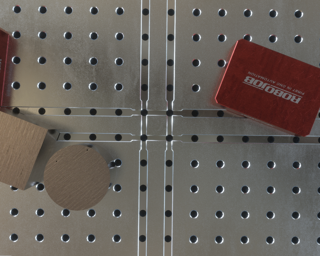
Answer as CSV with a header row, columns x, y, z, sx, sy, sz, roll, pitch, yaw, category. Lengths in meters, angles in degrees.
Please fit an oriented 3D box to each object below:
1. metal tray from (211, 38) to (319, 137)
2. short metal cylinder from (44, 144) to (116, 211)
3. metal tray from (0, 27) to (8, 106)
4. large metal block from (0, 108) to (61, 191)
x,y,z,sx,sy,sz,roll,pitch,yaw,category
0.146,-0.052,0.412,0.131,0.030,0.090,21,90,0,metal tray
-0.101,0.060,0.400,0.081,0.050,0.079,0,90,0,short metal cylinder
-0.258,-0.073,0.408,0.091,0.030,0.129,6,90,0,metal tray
-0.188,0.024,0.399,0.080,0.050,0.080,21,90,0,large metal block
